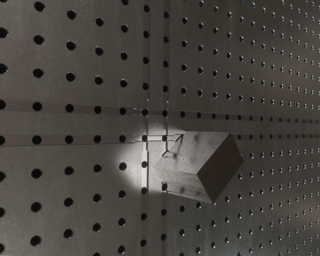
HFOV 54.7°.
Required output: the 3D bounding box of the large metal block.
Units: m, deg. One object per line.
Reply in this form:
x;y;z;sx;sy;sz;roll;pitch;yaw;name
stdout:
0.052;0.049;0.420;0.080;0.080;0.050;-44;117;-31;large metal block
